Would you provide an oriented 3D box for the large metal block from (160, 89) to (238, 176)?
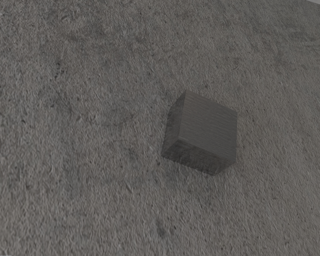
[{"bbox_3d":[0.053,0.007,0.412,0.080,0.050,0.080,22,54,-15],"label":"large metal block"}]
